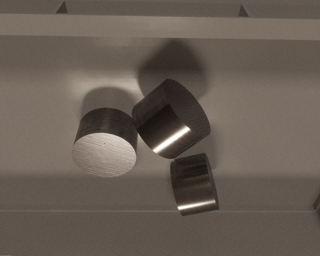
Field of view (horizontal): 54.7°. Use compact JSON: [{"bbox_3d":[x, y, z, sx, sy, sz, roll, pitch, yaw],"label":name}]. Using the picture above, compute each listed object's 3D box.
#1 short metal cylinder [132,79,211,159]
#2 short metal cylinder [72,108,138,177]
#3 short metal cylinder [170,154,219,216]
[{"bbox_3d":[0.014,-0.011,0.364,0.050,0.080,0.080,-37,121,27],"label":"short metal cylinder"},{"bbox_3d":[-0.070,0.020,0.409,0.081,0.050,0.079,0,130,0],"label":"short metal cylinder"},{"bbox_3d":[0.050,0.081,0.443,0.050,0.080,0.080,-14,129,11],"label":"short metal cylinder"}]
